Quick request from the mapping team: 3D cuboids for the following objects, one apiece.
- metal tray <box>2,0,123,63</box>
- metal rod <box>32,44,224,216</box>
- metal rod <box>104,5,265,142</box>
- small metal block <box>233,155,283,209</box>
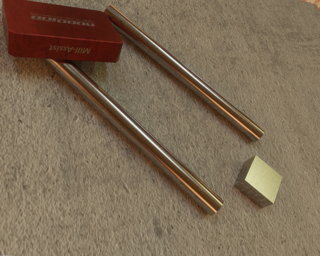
[{"bbox_3d":[-0.123,-0.123,0.392,0.131,0.030,0.090,-3,44,-30],"label":"metal tray"},{"bbox_3d":[-0.040,-0.003,0.385,0.300,0.025,0.025,43,51,1],"label":"metal rod"},{"bbox_3d":[0.037,-0.082,0.475,0.300,0.025,0.025,39,51,-2],"label":"metal rod"},{"bbox_3d":[0.138,0.075,0.435,0.050,0.025,0.050,40,51,-2],"label":"small metal block"}]
